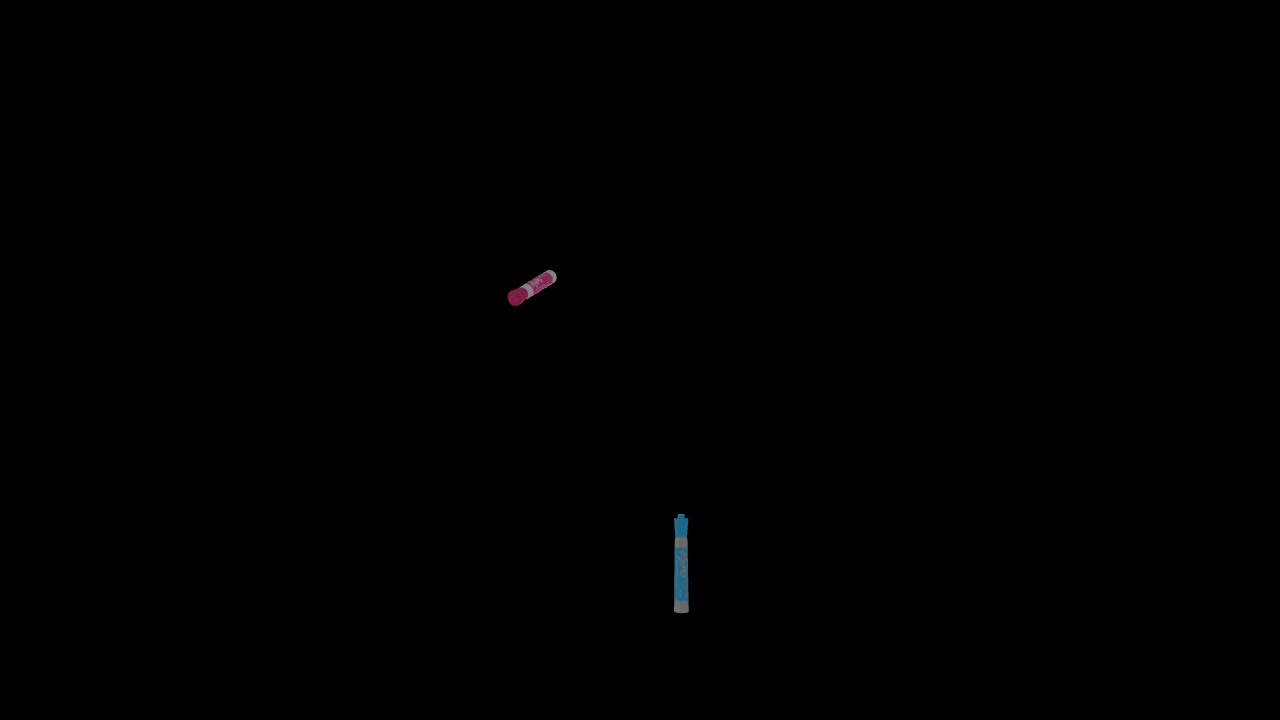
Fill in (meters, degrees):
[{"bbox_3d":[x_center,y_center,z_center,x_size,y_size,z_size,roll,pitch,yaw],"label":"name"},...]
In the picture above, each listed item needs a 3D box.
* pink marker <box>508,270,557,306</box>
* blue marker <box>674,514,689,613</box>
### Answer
[{"bbox_3d":[-0.134,-0.091,0.768,0.020,0.020,0.121,0,20,14],"label":"pink marker"},{"bbox_3d":[0.053,0.261,0.793,0.020,0.121,0.020,1,-12,0],"label":"blue marker"}]
